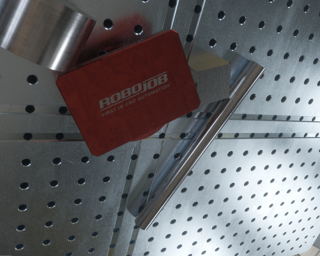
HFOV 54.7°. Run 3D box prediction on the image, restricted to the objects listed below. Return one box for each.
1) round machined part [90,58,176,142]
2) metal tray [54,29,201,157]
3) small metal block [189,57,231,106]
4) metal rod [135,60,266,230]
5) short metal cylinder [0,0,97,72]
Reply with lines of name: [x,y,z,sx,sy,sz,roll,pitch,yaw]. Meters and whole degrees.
round machined part: [-0.033,-0.036,0.361,0.099,0.042,0.097,-14,124,-21]
metal tray: [-0.030,-0.038,0.327,0.131,0.030,0.090,-26,112,-13]
small metal block: [0.065,-0.061,0.411,0.050,0.025,0.050,-17,126,-19]
metal rod: [0.054,0.032,0.462,0.025,0.025,0.299,26,104,-38]
short metal cylinder: [-0.102,-0.090,0.265,0.080,0.080,0.050,21,107,-36]
